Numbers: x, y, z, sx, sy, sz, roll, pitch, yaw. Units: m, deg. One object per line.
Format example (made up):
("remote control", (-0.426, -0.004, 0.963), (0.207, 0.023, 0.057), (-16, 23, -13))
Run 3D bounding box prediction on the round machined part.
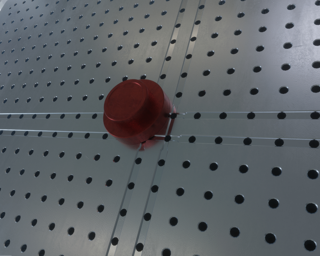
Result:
("round machined part", (-0.039, -0.030, 0.438), (0.098, 0.042, 0.098), (-13, 56, 21))
